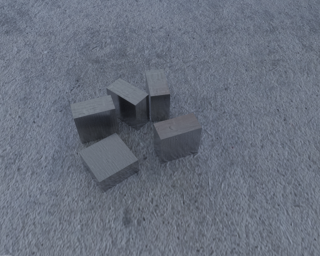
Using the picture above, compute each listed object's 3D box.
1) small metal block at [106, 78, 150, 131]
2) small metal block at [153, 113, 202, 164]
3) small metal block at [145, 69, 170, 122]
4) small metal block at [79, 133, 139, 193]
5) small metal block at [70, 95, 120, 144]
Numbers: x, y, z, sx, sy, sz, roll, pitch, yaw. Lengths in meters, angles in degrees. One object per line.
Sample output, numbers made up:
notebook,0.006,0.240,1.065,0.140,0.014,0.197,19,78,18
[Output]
small metal block,-0.042,-0.031,0.413,0.050,0.050,0.025,32,57,24
small metal block,0.020,0.013,0.376,0.050,0.050,0.025,-16,52,-13
small metal block,-0.003,-0.044,0.424,0.025,0.050,0.050,-7,51,-6
small metal block,-0.060,0.040,0.369,0.050,0.025,0.050,-29,56,-22
small metal block,-0.082,-0.010,0.395,0.050,0.050,0.025,-15,52,-12
